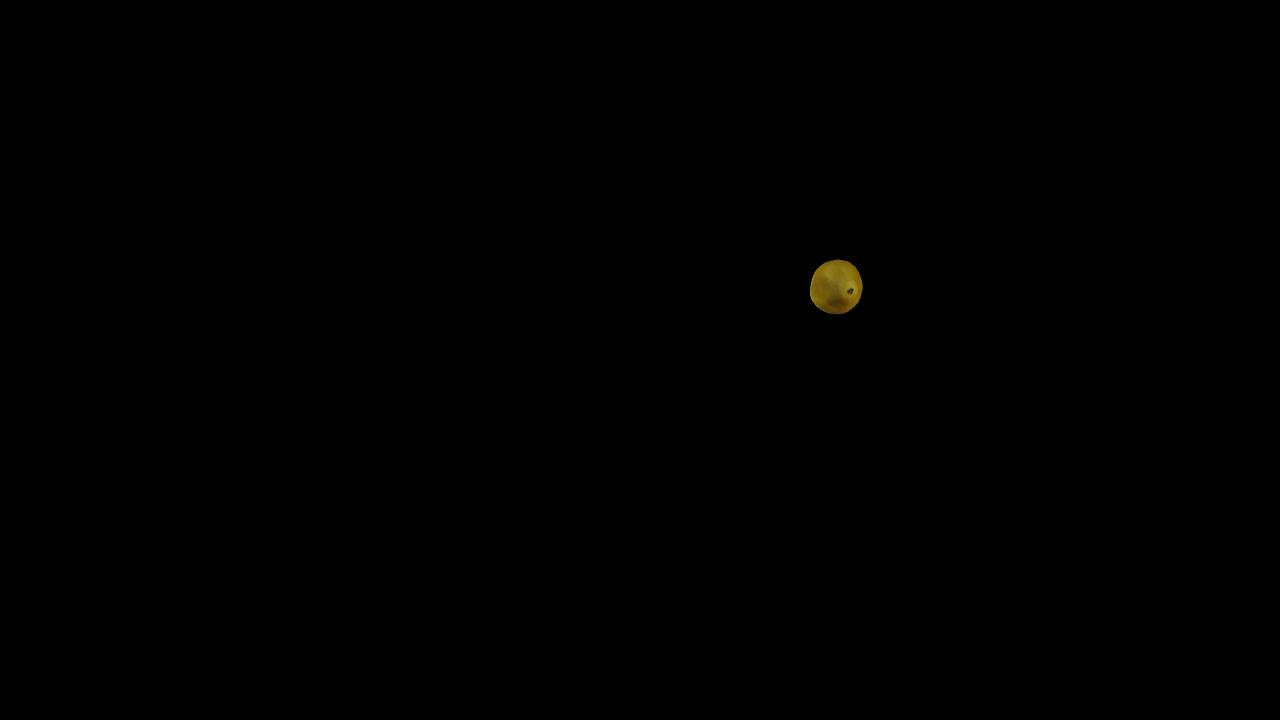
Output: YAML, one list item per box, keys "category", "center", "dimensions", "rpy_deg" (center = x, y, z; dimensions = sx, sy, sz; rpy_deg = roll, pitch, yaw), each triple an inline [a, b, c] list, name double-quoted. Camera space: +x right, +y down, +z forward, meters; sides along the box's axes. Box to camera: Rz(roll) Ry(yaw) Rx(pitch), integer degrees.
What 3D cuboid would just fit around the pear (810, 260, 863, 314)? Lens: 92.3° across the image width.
- category: "pear"
  center: [0.291, -0.099, 0.887]
  dimensions: [0.080, 0.080, 0.111]
  rpy_deg: [0, 23, -2]
